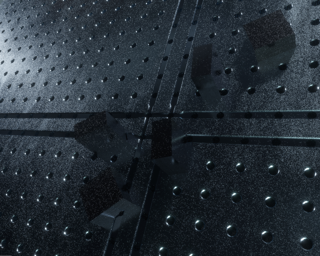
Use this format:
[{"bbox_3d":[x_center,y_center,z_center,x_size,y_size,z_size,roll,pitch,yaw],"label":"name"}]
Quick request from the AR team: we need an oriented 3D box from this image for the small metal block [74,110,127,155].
[{"bbox_3d":[-0.082,0.007,0.429,0.050,0.050,0.025,-24,53,13],"label":"small metal block"}]

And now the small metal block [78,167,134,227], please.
[{"bbox_3d":[-0.069,0.086,0.390,0.050,0.025,0.050,-36,51,4],"label":"small metal block"}]

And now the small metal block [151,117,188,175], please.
[{"bbox_3d":[0.012,0.023,0.371,0.025,0.050,0.050,-13,57,21],"label":"small metal block"}]

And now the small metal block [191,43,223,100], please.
[{"bbox_3d":[0.062,-0.073,0.403,0.025,0.050,0.050,-6,59,25],"label":"small metal block"}]

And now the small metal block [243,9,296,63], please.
[{"bbox_3d":[0.143,-0.121,0.407,0.050,0.025,0.050,-21,54,15],"label":"small metal block"}]
